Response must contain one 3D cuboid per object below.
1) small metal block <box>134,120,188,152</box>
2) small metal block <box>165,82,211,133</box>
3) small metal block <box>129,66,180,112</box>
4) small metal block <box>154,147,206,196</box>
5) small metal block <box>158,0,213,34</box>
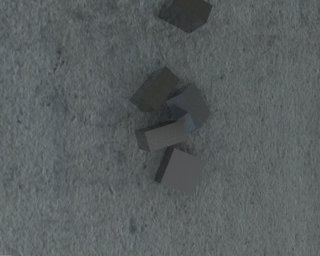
[{"bbox_3d":[0.000,0.009,0.396,0.050,0.050,0.025,-18,96,-18],"label":"small metal block"},{"bbox_3d":[0.039,-0.027,0.411,0.050,0.025,0.050,60,33,-11],"label":"small metal block"},{"bbox_3d":[-0.008,-0.048,0.394,0.025,0.050,0.050,42,77,-16],"label":"small metal block"},{"bbox_3d":[0.027,0.058,0.420,0.050,0.025,0.050,24,82,-19],"label":"small metal block"},{"bbox_3d":[0.032,-0.154,0.409,0.050,0.050,0.025,22,83,-19],"label":"small metal block"}]
